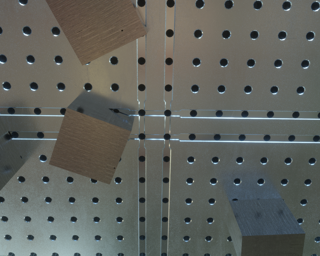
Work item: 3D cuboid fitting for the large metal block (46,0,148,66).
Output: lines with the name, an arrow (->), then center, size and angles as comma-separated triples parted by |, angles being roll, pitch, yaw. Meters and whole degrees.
large metal block -> -0.068, -0.128, 0.352 | 0.080, 0.050, 0.080 | -24, 109, 8

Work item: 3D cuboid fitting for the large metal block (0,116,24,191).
large metal block -> -0.230, 0.036, 0.394 | 0.050, 0.080, 0.080 | -16, 110, 5

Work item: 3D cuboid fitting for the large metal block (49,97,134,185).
large metal block -> -0.087, 0.016, 0.405 | 0.080, 0.050, 0.079 | 21, 109, -8

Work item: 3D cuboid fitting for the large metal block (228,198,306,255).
large metal block -> 0.146, 0.145, 0.440 | 0.081, 0.080, 0.050 | -2, 110, 0
